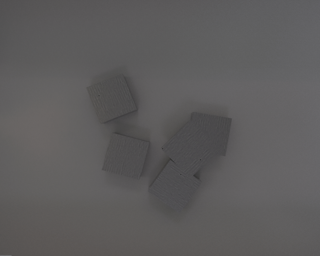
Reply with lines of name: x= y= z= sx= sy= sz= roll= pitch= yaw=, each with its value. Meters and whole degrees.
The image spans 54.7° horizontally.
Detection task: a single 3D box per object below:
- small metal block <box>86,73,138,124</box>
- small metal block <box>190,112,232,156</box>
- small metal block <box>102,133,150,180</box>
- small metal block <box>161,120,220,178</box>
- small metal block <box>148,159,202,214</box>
small metal block: x=-0.062 y=-0.038 z=0.411 sx=0.050 sy=0.025 sz=0.050 roll=-21 pitch=90 yaw=0
small metal block: x=0.064 y=0.008 z=0.412 sx=0.050 sy=0.025 sz=0.050 roll=10 pitch=90 yaw=0
small metal block: x=-0.044 y=0.036 z=0.411 sx=0.050 sy=0.025 sz=0.050 roll=15 pitch=90 yaw=0
small metal block: x=0.037 y=0.025 z=0.387 sx=0.050 sy=0.025 sz=0.050 roll=-45 pitch=90 yaw=0
small metal block: x=0.019 y=0.076 z=0.411 sx=0.050 sy=0.025 sz=0.050 roll=35 pitch=90 yaw=0
